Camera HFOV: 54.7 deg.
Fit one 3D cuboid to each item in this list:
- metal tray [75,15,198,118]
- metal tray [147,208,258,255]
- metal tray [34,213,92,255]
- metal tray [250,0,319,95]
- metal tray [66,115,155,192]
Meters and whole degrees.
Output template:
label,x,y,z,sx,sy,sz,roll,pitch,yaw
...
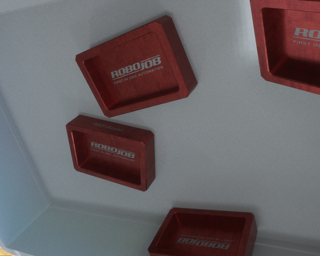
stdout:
label,x,y,z,sx,sy,sz,roll,pitch,yaw
metal tray,-0.031,-0.069,0.377,0.130,0.030,0.090,-12,113,33
metal tray,0.060,0.156,0.430,0.130,0.090,0.030,-4,116,30
metal tray,-0.188,0.248,0.619,0.030,0.090,0.129,4,120,26
metal tray,0.140,-0.065,0.240,0.130,0.030,0.090,27,155,41
metal tray,-0.073,0.037,0.464,0.130,0.030,0.089,13,124,20
